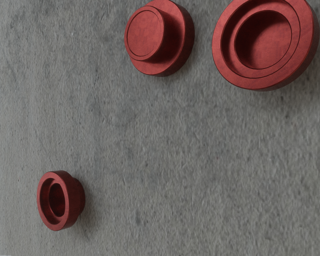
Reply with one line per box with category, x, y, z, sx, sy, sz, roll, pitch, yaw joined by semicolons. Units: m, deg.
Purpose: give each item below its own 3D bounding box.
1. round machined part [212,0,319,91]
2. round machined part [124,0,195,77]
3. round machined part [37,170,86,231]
round machined part;0.105;-0.085;0.307;0.098;0.042;0.097;0;90;39
round machined part;-0.008;-0.117;0.399;0.098;0.042;0.097;0;90;39
round machined part;-0.165;0.120;0.527;0.098;0.042;0.097;0;90;39
